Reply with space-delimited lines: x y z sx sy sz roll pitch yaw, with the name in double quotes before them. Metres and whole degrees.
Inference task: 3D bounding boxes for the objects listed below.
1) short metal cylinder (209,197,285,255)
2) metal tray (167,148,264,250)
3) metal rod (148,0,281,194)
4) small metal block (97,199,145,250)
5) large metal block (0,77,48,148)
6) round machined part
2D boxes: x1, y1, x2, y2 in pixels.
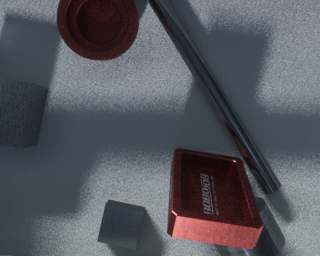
"short metal cylinder" 0.105 0.129 0.385 0.080 0.080 0.050 -29 91 0
"metal tray" 0.058 0.074 0.360 0.091 0.130 0.030 9 116 0
"metal rod" 0.073 -0.047 0.412 0.025 0.025 0.299 -31 90 0
"small metal block" -0.051 0.127 0.411 0.050 0.025 0.050 12 90 -1
"large metal block" -0.199 -0.022 0.396 0.080 0.050 0.080 11 90 -1
"round machined part" -0.076 -0.136 0.396 0.099 0.042 0.097 0 101 1
